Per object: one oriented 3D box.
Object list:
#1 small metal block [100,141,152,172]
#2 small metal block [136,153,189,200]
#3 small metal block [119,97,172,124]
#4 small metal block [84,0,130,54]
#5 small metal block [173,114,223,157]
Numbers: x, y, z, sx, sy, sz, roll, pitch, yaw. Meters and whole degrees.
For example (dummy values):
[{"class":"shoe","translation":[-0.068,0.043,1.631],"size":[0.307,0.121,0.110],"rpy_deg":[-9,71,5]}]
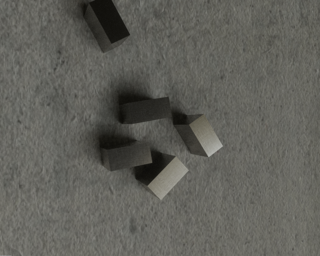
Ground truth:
[{"class":"small metal block","translation":[-0.043,0.033,0.381],"size":[0.050,0.050,0.025],"rpy_deg":[-10,94,-20]},{"class":"small metal block","translation":[0.002,0.060,0.398],"size":[0.050,0.050,0.025],"rpy_deg":[-45,104,-15]},{"class":"small metal block","translation":[-0.019,-0.021,0.389],"size":[0.050,0.050,0.025],"rpy_deg":[-11,94,-20]},{"class":"small metal block","translation":[-0.065,-0.123,0.372],"size":[0.025,0.050,0.050],"rpy_deg":[-32,101,-17]},{"class":"small metal block","translation":[0.050,0.010,0.416],"size":[0.025,0.050,0.050],"rpy_deg":[-35,102,-17]}]
